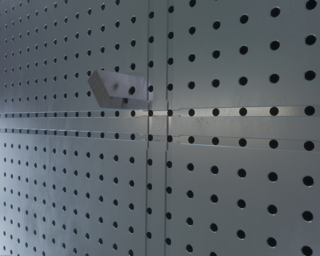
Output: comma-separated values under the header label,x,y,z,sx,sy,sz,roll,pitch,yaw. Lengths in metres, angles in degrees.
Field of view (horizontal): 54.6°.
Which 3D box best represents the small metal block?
label,x,y,z,sx,sy,sz,roll,pitch,yaw
small metal block,-0.070,-0.056,0.452,0.025,0.050,0.050,-43,64,32
